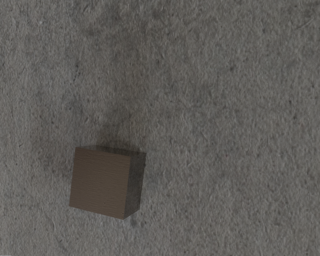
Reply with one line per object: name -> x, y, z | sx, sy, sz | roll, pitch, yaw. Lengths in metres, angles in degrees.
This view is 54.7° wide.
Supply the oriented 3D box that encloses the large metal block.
large metal block -> -0.070, 0.069, 0.419 | 0.080, 0.050, 0.079 | 8, 93, 19
